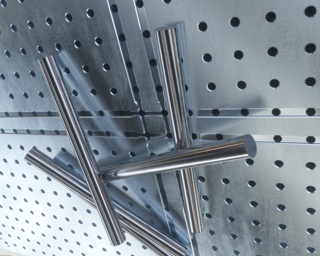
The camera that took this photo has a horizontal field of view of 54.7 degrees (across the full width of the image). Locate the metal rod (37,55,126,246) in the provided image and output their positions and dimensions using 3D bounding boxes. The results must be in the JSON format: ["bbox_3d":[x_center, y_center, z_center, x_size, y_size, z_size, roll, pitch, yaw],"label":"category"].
[{"bbox_3d":[-0.112,0.041,0.462,0.025,0.025,0.298,-11,103,32],"label":"metal rod"}]

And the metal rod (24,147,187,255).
[{"bbox_3d":[-0.085,0.126,0.506,0.301,0.025,0.025,35,129,-5],"label":"metal rod"}]

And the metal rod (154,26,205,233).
[{"bbox_3d":[0.031,0.021,0.406,0.025,0.025,0.298,3,120,26],"label":"metal rod"}]

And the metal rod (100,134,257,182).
[{"bbox_3d":[-0.012,0.051,0.421,0.299,0.025,0.025,-17,110,43],"label":"metal rod"}]

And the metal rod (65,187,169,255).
[{"bbox_3d":[-0.079,0.152,0.544,0.301,0.025,0.025,35,129,4],"label":"metal rod"}]
